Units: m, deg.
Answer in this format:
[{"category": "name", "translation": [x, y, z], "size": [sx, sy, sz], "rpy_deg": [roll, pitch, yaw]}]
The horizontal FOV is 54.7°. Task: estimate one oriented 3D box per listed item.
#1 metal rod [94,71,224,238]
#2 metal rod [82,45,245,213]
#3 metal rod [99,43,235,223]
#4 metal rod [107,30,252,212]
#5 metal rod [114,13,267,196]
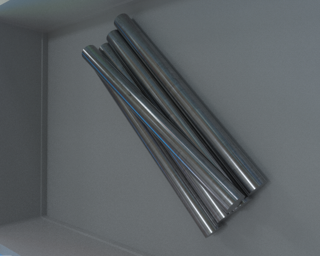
[{"category": "metal rod", "translation": [-0.016, 0.009, 0.419], "size": [0.025, 0.025, 0.300], "rpy_deg": [-50, 61, 28]}, {"category": "metal rod", "translation": [-0.014, -0.018, 0.383], "size": [0.300, 0.025, 0.025], "rpy_deg": [46, 118, 30]}, {"category": "metal rod", "translation": [-0.004, -0.011, 0.409], "size": [0.025, 0.025, 0.300], "rpy_deg": [-50, 61, 28]}, {"category": "metal rod", "translation": [0.010, -0.027, 0.397], "size": [0.025, 0.025, 0.300], "rpy_deg": [-50, 61, 28]}, {"category": "metal rod", "translation": [0.023, -0.046, 0.387], "size": [0.025, 0.025, 0.300], "rpy_deg": [-50, 61, 28]}]
